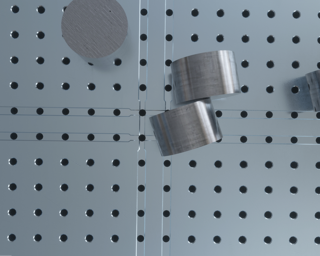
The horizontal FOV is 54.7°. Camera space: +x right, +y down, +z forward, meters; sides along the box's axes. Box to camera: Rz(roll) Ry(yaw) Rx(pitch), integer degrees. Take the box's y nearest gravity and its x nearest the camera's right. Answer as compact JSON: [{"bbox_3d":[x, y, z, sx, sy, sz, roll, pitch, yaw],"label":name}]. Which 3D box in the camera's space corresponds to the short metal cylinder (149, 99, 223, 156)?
[{"bbox_3d":[0.032,-0.001,0.386,0.080,0.080,0.050,-18,91,0],"label":"short metal cylinder"}]

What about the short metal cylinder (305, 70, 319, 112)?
[{"bbox_3d":[0.231,-0.054,0.389,0.080,0.080,0.050,-13,90,0],"label":"short metal cylinder"}]

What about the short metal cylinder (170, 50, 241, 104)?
[{"bbox_3d":[0.056,-0.061,0.387,0.081,0.080,0.050,-9,90,0],"label":"short metal cylinder"}]

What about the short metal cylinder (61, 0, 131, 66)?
[{"bbox_3d":[-0.079,-0.124,0.400,0.081,0.050,0.079,0,90,-1],"label":"short metal cylinder"}]
